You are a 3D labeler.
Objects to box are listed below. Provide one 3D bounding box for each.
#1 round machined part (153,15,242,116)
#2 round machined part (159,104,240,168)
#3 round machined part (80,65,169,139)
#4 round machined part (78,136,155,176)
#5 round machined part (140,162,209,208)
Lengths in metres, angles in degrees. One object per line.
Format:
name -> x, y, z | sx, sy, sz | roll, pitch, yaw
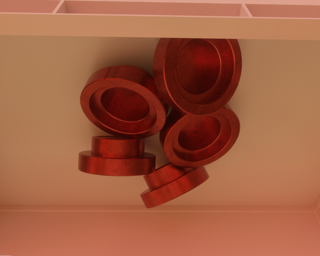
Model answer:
round machined part -> 0.035, -0.064, 0.323 | 0.099, 0.042, 0.097 | -8, 105, -30
round machined part -> 0.046, 0.001, 0.389 | 0.099, 0.042, 0.097 | -11, 131, -12
round machined part -> -0.038, -0.034, 0.359 | 0.099, 0.042, 0.097 | 8, 141, 7
round machined part -> -0.055, 0.033, 0.401 | 0.099, 0.098, 0.042 | 3, 91, -3
round machined part -> 0.016, 0.071, 0.436 | 0.098, 0.098, 0.042 | -29, 84, 22
